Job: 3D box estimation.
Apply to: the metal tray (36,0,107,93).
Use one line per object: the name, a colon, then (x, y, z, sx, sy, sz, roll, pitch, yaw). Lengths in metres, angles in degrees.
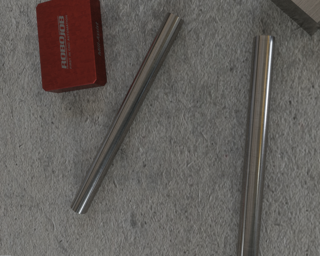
metal tray: (-0.129, -0.121, 0.450, 0.090, 0.030, 0.129, -6, 88, 19)

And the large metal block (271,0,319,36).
large metal block: (0.170, -0.163, 0.336, 0.080, 0.050, 0.080, -44, 77, 14)

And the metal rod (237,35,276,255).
metal rod: (0.113, 0.043, 0.369, 0.025, 0.025, 0.298, 4, 91, 19)

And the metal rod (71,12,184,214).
metal rod: (-0.049, -0.013, 0.424, 0.025, 0.025, 0.298, 31, 100, 17)
